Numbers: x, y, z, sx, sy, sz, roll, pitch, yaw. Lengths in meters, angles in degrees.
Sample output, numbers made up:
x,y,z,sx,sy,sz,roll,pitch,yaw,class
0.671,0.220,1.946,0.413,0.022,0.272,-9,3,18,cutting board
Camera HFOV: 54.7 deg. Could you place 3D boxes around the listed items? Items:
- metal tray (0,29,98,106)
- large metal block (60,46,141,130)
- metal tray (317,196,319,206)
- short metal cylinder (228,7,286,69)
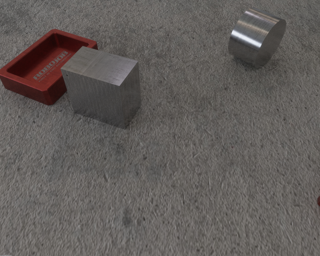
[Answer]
x,y,z,sx,sy,sz,roll,pitch,yaw,class
-0.167,-0.099,0.481,0.090,0.030,0.130,21,53,16,metal tray
-0.074,-0.052,0.411,0.080,0.080,0.050,18,52,14,large metal block
0.253,0.081,0.333,0.131,0.030,0.090,-21,53,-17,metal tray
0.152,-0.141,0.487,0.050,0.080,0.080,36,59,26,short metal cylinder
